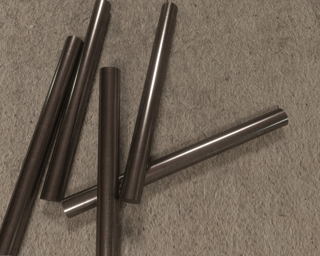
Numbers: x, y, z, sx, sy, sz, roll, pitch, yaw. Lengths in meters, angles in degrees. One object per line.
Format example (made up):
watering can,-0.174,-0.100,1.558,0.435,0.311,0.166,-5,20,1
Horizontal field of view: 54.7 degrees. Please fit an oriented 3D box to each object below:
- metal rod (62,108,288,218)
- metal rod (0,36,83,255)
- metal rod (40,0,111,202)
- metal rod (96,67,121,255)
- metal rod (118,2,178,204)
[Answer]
metal rod,0.026,0.041,0.393,0.302,0.025,0.025,-22,72,-8
metal rod,-0.151,0.011,0.402,0.025,0.025,0.299,10,70,3
metal rod,-0.110,-0.051,0.425,0.025,0.025,0.299,8,70,3
metal rod,-0.059,0.076,0.353,0.025,0.025,0.298,-1,80,-1
metal rod,-0.010,-0.051,0.411,0.025,0.025,0.299,9,64,3
